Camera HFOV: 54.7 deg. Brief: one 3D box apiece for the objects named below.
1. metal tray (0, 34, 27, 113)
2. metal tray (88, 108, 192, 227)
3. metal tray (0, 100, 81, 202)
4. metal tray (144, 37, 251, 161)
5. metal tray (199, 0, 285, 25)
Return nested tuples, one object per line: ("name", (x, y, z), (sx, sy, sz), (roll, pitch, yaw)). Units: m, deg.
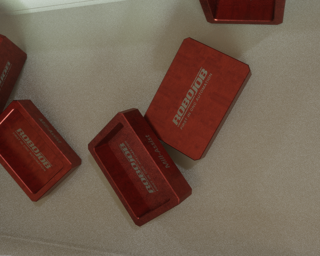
("metal tray", (-0.245, -0.065, 0.444), (0.030, 0.090, 0.129), (22, 85, -3))
("metal tray", (-0.030, 0.051, 0.398), (0.090, 0.030, 0.130), (-41, 79, 38))
("metal tray", (-0.193, 0.033, 0.462), (0.090, 0.030, 0.130), (-42, 87, 15))
("metal tray", (0.044, -0.036, 0.392), (0.090, 0.030, 0.129), (31, 100, 17))
("metal tray", (0.085, -0.152, 0.323), (0.090, 0.130, 0.030), (8, 85, 19))
